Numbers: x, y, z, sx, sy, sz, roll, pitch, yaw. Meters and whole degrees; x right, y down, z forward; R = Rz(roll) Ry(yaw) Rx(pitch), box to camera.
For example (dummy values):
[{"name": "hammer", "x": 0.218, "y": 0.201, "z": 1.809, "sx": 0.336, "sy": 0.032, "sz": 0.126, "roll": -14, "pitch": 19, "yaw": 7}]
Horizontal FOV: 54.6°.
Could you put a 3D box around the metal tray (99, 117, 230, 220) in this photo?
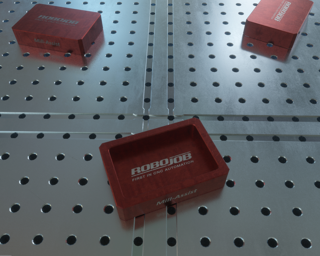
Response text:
[{"name": "metal tray", "x": 0.003, "y": 0.044, "z": 0.367, "sx": 0.131, "sy": 0.030, "sz": 0.090, "roll": -16, "pitch": 52, "yaw": -13}]

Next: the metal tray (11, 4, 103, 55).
[{"name": "metal tray", "x": -0.180, "y": -0.179, "z": 0.554, "sx": 0.130, "sy": 0.030, "sz": 0.090, "roll": 12, "pitch": 51, "yaw": 10}]

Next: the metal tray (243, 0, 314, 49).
[{"name": "metal tray", "x": 0.222, "y": -0.206, "z": 0.579, "sx": 0.090, "sy": 0.030, "sz": 0.130, "roll": 24, "pitch": 54, "yaw": 19}]
